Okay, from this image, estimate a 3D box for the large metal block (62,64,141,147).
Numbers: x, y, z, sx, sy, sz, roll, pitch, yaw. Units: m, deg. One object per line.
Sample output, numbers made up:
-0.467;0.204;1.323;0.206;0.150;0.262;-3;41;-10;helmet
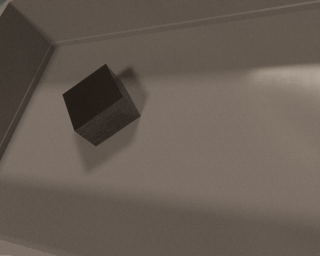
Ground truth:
-0.087;-0.034;0.454;0.080;0.050;0.080;-34;52;5;large metal block
